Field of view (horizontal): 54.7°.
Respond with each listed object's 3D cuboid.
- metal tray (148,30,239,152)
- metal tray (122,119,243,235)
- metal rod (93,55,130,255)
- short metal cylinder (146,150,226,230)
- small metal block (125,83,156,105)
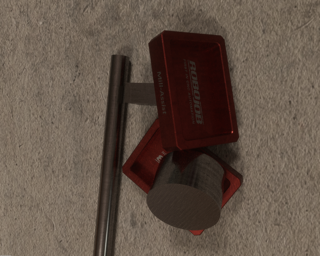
[{"bbox_3d":[0.041,-0.042,0.359,0.030,0.091,0.129,-13,84,58],"label":"metal tray"},{"bbox_3d":[0.027,0.059,0.396,0.130,0.030,0.090,38,102,15],"label":"metal tray"},{"bbox_3d":[-0.069,0.050,0.432,0.025,0.025,0.298,6,92,19],"label":"metal rod"},{"bbox_3d":[0.031,0.071,0.350,0.080,0.050,0.079,10,131,11],"label":"short metal cylinder"},{"bbox_3d":[-0.011,-0.042,0.399,0.050,0.050,0.025,4,92,19],"label":"small metal block"}]
